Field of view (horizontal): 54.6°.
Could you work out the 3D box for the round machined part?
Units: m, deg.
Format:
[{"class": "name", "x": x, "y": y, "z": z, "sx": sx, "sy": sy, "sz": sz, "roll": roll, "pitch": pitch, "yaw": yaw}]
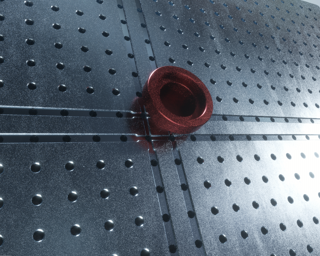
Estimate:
[{"class": "round machined part", "x": 0.021, "y": -0.034, "z": 0.429, "sx": 0.099, "sy": 0.042, "sz": 0.098, "roll": 13, "pitch": 56, "yaw": -21}]
